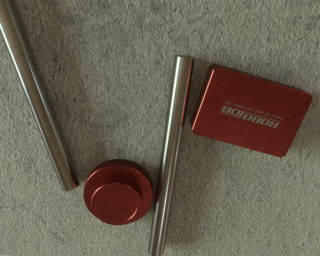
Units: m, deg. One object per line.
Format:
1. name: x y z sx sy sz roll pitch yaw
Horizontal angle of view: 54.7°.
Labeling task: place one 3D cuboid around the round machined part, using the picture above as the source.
1. round machined part: -0.059 0.096 0.436 0.099 0.042 0.097 0 110 -1

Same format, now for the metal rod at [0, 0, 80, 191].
1. metal rod: -0.160 -0.053 0.387 0.025 0.025 0.298 -12 110 4

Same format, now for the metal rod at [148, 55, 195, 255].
1. metal rod: 0.012 0.052 0.428 0.025 0.025 0.298 6 110 -3

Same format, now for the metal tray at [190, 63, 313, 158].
1. metal tray: 0.115 -0.021 0.401 0.131 0.030 0.089 15 109 -6
